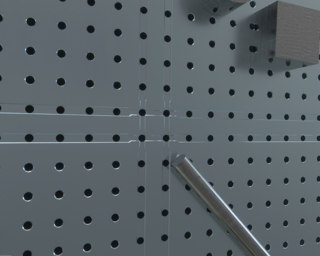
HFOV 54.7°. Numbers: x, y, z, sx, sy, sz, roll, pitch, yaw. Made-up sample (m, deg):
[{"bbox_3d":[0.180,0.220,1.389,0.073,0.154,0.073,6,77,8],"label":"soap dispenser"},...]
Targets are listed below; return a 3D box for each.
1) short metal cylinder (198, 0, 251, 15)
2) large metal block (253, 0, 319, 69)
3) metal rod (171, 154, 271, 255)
[{"bbox_3d":[0.094,-0.207,0.435,0.081,0.050,0.079,0,90,-20],"label":"short metal cylinder"},{"bbox_3d":[0.193,-0.138,0.472,0.081,0.050,0.079,3,89,-20],"label":"large metal block"},{"bbox_3d":[0.119,0.155,0.458,0.025,0.025,0.300,-44,104,-15],"label":"metal rod"}]
